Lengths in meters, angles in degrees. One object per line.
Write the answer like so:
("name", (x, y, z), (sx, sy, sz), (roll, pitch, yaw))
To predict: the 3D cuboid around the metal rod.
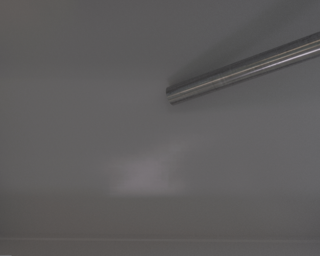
("metal rod", (0.143, -0.080, 0.332), (0.300, 0.025, 0.025), (-17, 111, 26))
